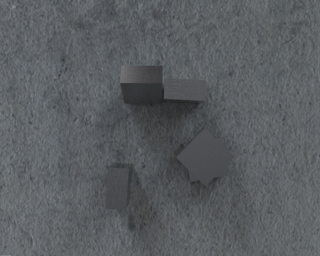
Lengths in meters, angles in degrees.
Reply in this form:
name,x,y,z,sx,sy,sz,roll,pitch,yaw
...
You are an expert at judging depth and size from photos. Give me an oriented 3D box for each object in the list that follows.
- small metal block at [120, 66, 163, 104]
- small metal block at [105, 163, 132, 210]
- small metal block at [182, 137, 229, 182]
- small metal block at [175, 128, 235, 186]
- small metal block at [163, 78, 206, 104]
name,x,y,z,sx,sy,sz,roll,pitch,yaw
small metal block,-0.022,-0.054,0.394,0.050,0.050,0.025,0,65,-1
small metal block,-0.052,0.073,0.397,0.025,0.050,0.050,4,90,0
small metal block,0.059,0.041,0.411,0.050,0.025,0.050,-10,90,-1
small metal block,0.055,0.035,0.386,0.050,0.025,0.050,44,90,0
small metal block,0.030,-0.046,0.398,0.050,0.050,0.025,3,90,-1
